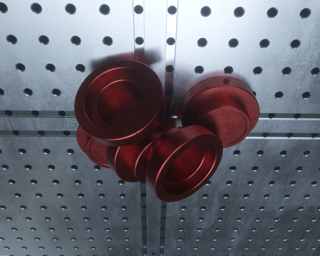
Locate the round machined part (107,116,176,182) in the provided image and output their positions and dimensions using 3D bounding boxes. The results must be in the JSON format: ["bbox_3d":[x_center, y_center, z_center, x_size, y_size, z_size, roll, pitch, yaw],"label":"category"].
[{"bbox_3d":[-0.015,0.030,0.394,0.099,0.042,0.097,-25,133,-29],"label":"round machined part"}]

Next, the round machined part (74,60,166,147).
[{"bbox_3d":[-0.041,-0.024,0.349,0.098,0.098,0.042,-10,155,7],"label":"round machined part"}]

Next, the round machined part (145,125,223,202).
[{"bbox_3d":[0.024,0.037,0.370,0.099,0.042,0.097,-23,134,-25],"label":"round machined part"}]

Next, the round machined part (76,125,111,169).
[{"bbox_3d":[-0.062,0.017,0.414,0.099,0.042,0.097,-1,130,0],"label":"round machined part"}]

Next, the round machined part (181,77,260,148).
[{"bbox_3d":[0.076,-0.012,0.391,0.099,0.042,0.097,-1,130,0],"label":"round machined part"}]
